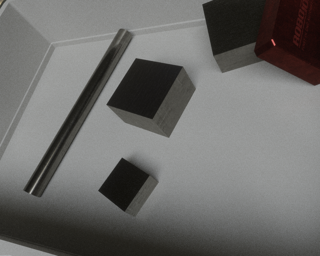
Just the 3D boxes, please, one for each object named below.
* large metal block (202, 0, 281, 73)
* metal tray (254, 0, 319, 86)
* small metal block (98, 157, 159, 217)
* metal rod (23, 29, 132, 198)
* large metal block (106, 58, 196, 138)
[{"bbox_3d":[0.107,-0.128,0.401,0.080,0.050,0.080,-15,69,19],"label":"large metal block"},{"bbox_3d":[0.164,-0.124,0.348,0.030,0.091,0.130,-28,42,68],"label":"metal tray"},{"bbox_3d":[-0.039,0.072,0.381,0.050,0.025,0.050,27,76,36],"label":"small metal block"},{"bbox_3d":[-0.122,-0.034,0.488,0.025,0.025,0.300,13,68,33],"label":"metal rod"},{"bbox_3d":[-0.011,-0.042,0.420,0.080,0.050,0.080,18,71,34],"label":"large metal block"}]
